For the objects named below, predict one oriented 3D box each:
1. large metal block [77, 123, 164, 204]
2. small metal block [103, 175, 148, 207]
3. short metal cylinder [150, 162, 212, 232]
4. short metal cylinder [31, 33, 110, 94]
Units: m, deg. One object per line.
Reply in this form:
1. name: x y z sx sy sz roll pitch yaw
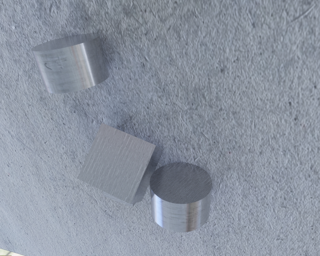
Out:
1. large metal block: -0.051 0.048 0.421 0.080 0.050 0.080 22 86 15
2. small metal block: -0.052 0.087 0.472 0.050 0.050 0.025 16 125 19
3. short metal cylinder: 0.028 0.090 0.413 0.080 0.080 0.050 12 124 21
4. short metal cylinder: -0.107 -0.081 0.378 0.080 0.080 0.050 4 120 26
